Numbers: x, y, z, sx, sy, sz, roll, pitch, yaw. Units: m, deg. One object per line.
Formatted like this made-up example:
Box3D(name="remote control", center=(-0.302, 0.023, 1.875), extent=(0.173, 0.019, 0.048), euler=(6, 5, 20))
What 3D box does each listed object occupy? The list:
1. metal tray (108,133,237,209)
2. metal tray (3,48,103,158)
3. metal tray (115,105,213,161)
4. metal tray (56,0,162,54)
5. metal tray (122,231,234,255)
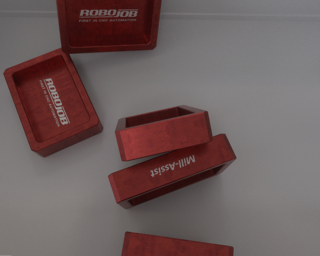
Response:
Box3D(name="metal tray", center=(0.013, 0.053, 0.355), extent=(0.131, 0.090, 0.030), euler=(-19, 72, -7))
Box3D(name="metal tray", center=(-0.144, -0.037, 0.419), extent=(0.090, 0.030, 0.130), euler=(-25, 72, -9))
Box3D(name="metal tray", center=(-0.002, 0.000, 0.354), extent=(0.091, 0.130, 0.030), euler=(-12, 98, -5))
Box3D(name="metal tray", center=(-0.067, -0.148, 0.411), extent=(0.131, 0.089, 0.030), euler=(-7, 45, -17))
Box3D(name="metal tray", center=(0.014, 0.126, 0.308), extent=(0.091, 0.130, 0.030), euler=(7, 71, 3))
